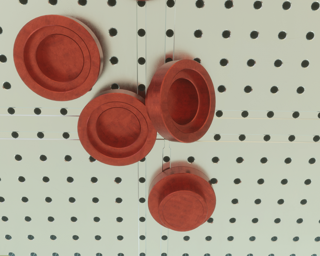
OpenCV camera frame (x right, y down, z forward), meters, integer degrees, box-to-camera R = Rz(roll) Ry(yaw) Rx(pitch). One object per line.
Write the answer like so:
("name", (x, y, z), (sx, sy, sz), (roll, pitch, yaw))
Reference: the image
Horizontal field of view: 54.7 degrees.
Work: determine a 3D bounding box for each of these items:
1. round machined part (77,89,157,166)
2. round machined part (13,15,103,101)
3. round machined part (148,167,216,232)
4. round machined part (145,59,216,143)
("round machined part", (-0.053, -0.003, 0.402), (0.099, 0.042, 0.097), (0, 110, -1))
("round machined part", (-0.117, -0.084, 0.372), (0.099, 0.042, 0.097), (0, 110, -1))
("round machined part", (0.032, 0.108, 0.445), (0.099, 0.042, 0.097), (0, 110, -1))
("round machined part", (0.021, -0.032, 0.375), (0.042, 0.099, 0.097), (3, 119, 46))
